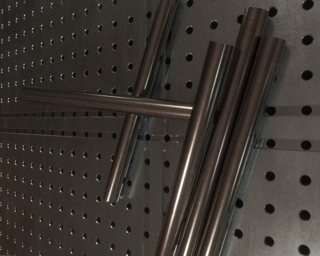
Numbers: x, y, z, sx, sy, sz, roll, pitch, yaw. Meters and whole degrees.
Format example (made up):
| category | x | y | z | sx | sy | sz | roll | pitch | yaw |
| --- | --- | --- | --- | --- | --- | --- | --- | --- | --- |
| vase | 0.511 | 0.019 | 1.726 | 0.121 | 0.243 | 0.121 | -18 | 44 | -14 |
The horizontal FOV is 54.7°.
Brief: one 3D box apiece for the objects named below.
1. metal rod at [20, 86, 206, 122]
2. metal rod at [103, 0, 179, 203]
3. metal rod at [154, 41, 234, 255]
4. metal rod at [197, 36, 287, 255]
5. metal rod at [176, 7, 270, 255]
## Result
| category | x | y | z | sx | sy | sz | roll | pitch | yaw |
| --- | --- | --- | --- | --- | --- | --- | --- | --- | --- |
| metal rod | -0.075 | -0.035 | 0.424 | 0.301 | 0.025 | 0.025 | 8 | 95 | 25 |
| metal rod | -0.030 | -0.032 | 0.432 | 0.025 | 0.025 | 0.298 | 28 | 107 | 36 |
| metal rod | 0.031 | 0.052 | 0.360 | 0.025 | 0.025 | 0.298 | 27 | 113 | 36 |
| metal rod | 0.080 | 0.052 | 0.341 | 0.025 | 0.025 | 0.298 | 22 | 104 | 37 |
| metal rod | 0.067 | 0.019 | 0.352 | 0.025 | 0.025 | 0.298 | 23 | 104 | 37 |
